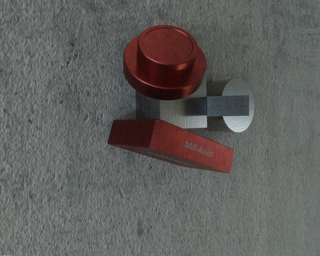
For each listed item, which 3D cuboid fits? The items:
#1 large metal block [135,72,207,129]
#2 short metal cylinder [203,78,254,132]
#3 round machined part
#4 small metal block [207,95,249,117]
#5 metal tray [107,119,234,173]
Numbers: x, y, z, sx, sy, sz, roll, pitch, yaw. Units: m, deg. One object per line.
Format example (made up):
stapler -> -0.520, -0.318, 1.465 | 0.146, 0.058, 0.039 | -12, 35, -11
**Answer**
large metal block -> 0.015, -0.039, 0.403 | 0.081, 0.050, 0.079 | -2, 92, -40
short metal cylinder -> 0.099, -0.033, 0.474 | 0.081, 0.050, 0.080 | 0, 90, -40
round machined part -> 0.007, -0.083, 0.363 | 0.098, 0.098, 0.042 | -44, 161, -31
small metal block -> 0.087, -0.029, 0.403 | 0.050, 0.050, 0.025 | -30, 119, -80
metal tray -> 0.015, 0.023, 0.376 | 0.131, 0.090, 0.030 | 21, 77, -38
